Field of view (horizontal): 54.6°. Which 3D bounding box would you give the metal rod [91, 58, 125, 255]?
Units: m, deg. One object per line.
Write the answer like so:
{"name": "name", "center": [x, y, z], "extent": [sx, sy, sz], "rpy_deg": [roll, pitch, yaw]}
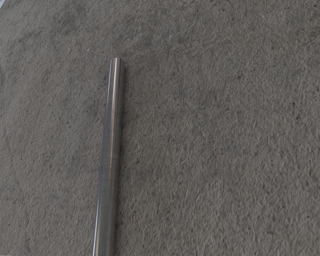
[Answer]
{"name": "metal rod", "center": [-0.067, 0.021, 0.426], "extent": [0.025, 0.025, 0.300], "rpy_deg": [-14, 56, 20]}
